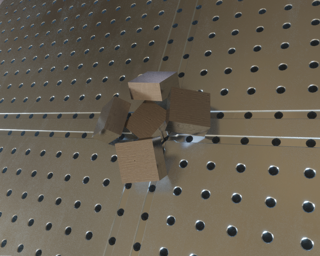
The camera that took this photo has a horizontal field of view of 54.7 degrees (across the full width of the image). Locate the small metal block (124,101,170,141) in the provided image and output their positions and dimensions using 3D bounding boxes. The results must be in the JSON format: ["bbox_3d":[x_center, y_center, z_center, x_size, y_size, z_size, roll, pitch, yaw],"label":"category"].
[{"bbox_3d":[-0.013,-0.006,0.416,0.050,0.025,0.050,-49,52,-7],"label":"small metal block"}]

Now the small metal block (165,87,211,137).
[{"bbox_3d":[0.035,-0.020,0.386,0.050,0.025,0.050,9,60,-7],"label":"small metal block"}]

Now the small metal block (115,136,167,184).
[{"bbox_3d":[-0.023,0.039,0.379,0.050,0.025,0.050,-9,94,23],"label":"small metal block"}]

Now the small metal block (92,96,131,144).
[{"bbox_3d":[-0.068,-0.010,0.434,0.050,0.025,0.050,-28,42,56],"label":"small metal block"}]

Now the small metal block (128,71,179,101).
[{"bbox_3d":[-0.008,-0.059,0.431,0.050,0.025,0.050,6,29,31],"label":"small metal block"}]
